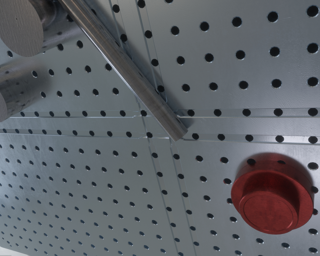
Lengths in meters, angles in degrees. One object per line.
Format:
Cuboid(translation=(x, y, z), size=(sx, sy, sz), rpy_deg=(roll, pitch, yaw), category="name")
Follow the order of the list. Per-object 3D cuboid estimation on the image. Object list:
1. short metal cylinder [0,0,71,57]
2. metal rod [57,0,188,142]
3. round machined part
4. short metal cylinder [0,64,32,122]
Cuboid(translation=(-0.164, -0.137, 0.396), size=(0.080, 0.050, 0.079), rpy_deg=(13, 124, 21), category="short metal cylinder")
Cuboid(translation=(-0.067, -0.104, 0.381), size=(0.025, 0.025, 0.300), rpy_deg=(-33, 100, 38), category="metal rod")
Cuboid(translation=(0.137, 0.093, 0.385), size=(0.098, 0.042, 0.097), rpy_deg=(13, 124, 21), category="round machined part")
Cuboid(translation=(-0.256, -0.056, 0.495), size=(0.080, 0.050, 0.079), rpy_deg=(13, 124, 21), category="short metal cylinder")
